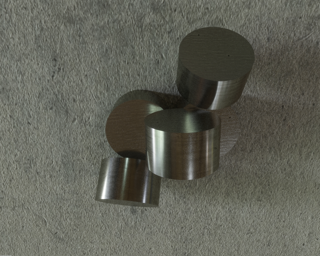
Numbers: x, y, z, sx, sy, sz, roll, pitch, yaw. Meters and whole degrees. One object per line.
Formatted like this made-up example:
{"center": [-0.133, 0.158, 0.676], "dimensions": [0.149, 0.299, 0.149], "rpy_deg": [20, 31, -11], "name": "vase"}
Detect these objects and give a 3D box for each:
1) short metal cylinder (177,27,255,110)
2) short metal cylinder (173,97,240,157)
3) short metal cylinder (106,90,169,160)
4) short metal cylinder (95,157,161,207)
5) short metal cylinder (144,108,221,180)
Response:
{"center": [0.060, -0.067, 0.350], "dimensions": [0.081, 0.080, 0.050], "rpy_deg": [1, 148, -1], "name": "short metal cylinder"}
{"center": [0.056, -0.006, 0.396], "dimensions": [0.081, 0.050, 0.079], "rpy_deg": [0, 110, -1], "name": "short metal cylinder"}
{"center": [-0.025, -0.004, 0.395], "dimensions": [0.081, 0.050, 0.079], "rpy_deg": [0, 110, -1], "name": "short metal cylinder"}
{"center": [-0.039, 0.072, 0.401], "dimensions": [0.081, 0.080, 0.050], "rpy_deg": [7, 71, -3], "name": "short metal cylinder"}
{"center": [0.024, 0.014, 0.334], "dimensions": [0.081, 0.080, 0.050], "rpy_deg": [-1, 110, 0], "name": "short metal cylinder"}
